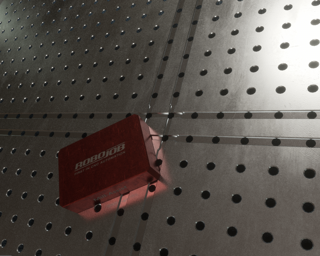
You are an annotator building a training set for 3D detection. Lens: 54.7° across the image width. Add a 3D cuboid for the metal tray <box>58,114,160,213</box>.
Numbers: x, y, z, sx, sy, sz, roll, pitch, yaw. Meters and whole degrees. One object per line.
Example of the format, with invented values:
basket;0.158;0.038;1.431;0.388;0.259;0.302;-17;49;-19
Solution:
metal tray;-0.072;0.047;0.412;0.130;0.030;0.090;-25;53;12
